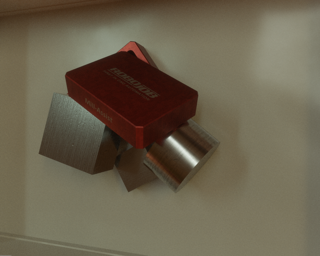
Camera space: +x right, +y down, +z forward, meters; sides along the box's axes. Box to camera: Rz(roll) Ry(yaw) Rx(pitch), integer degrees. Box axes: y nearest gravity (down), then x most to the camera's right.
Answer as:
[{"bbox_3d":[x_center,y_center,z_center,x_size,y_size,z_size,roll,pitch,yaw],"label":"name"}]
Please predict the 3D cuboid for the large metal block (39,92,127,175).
[{"bbox_3d":[-0.096,0.005,0.394,0.080,0.050,0.080,17,96,18],"label":"large metal block"}]

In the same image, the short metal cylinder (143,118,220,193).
[{"bbox_3d":[0.026,0.031,0.370,0.050,0.080,0.080,41,103,15],"label":"short metal cylinder"}]

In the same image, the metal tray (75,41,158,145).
[{"bbox_3d":[-0.057,-0.043,0.425,0.130,0.030,0.090,-35,79,16],"label":"metal tray"}]

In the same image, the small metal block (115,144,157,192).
[{"bbox_3d":[-0.028,0.051,0.418,0.050,0.025,0.050,-30,80,17],"label":"small metal block"}]

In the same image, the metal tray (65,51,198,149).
[{"bbox_3d":[-0.034,-0.039,0.354,0.130,0.091,0.030,35,140,31],"label":"metal tray"}]
